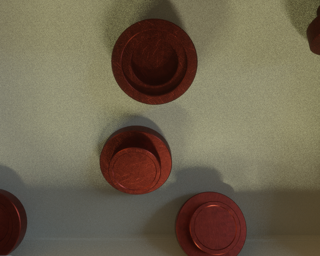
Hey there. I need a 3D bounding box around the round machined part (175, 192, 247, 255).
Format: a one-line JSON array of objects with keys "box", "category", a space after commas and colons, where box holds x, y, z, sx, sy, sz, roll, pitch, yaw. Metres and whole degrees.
[{"box": [0.071, 0.137, 0.426, 0.099, 0.042, 0.098, 1, 71, -4], "category": "round machined part"}]

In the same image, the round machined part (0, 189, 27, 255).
[{"box": [-0.236, 0.134, 0.437, 0.099, 0.042, 0.097, 0, 86, 1], "category": "round machined part"}]

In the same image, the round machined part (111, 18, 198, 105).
[{"box": [-0.006, -0.080, 0.372, 0.099, 0.042, 0.097, 0, 110, 0], "category": "round machined part"}]

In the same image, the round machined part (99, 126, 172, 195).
[{"box": [-0.033, 0.049, 0.420, 0.099, 0.042, 0.097, 0, 110, 0], "category": "round machined part"}]

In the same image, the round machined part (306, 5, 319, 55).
[{"box": [0.213, -0.121, 0.339, 0.099, 0.098, 0.042, -7, 77, 2], "category": "round machined part"}]
